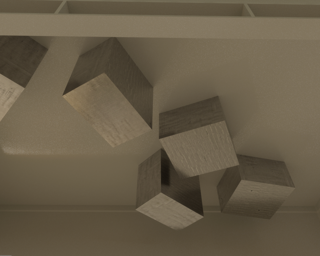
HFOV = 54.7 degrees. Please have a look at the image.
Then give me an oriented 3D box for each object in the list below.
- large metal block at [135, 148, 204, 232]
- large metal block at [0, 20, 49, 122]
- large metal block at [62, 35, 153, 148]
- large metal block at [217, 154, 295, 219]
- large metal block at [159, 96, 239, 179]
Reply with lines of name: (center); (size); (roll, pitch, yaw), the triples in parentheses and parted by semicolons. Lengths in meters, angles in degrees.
large metal block: (0.014, 0.090, 0.449); (0.080, 0.080, 0.050); (35, 122, -26)
large metal block: (-0.171, -0.053, 0.326); (0.050, 0.080, 0.080); (35, 122, -26)
large metal block: (-0.051, -0.040, 0.338); (0.050, 0.080, 0.080); (-25, 126, 19)
large metal block: (0.141, 0.090, 0.471); (0.081, 0.050, 0.079); (10, 130, -9)
large metal block: (0.051, 0.014, 0.405); (0.080, 0.050, 0.080); (-17, 128, 13)
